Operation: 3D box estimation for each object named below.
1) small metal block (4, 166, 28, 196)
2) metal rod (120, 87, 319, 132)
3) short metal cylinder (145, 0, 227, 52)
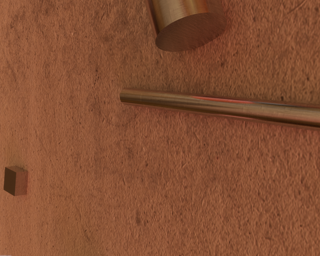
[{"bbox_3d":[-0.303,0.111,0.651,0.050,0.025,0.050,11,97,39],"label":"small metal block"},{"bbox_3d":[0.067,-0.024,0.348,0.300,0.025,0.025,11,97,39],"label":"metal rod"},{"bbox_3d":[0.028,-0.127,0.344,0.080,0.081,0.050,-22,76,37],"label":"short metal cylinder"}]
